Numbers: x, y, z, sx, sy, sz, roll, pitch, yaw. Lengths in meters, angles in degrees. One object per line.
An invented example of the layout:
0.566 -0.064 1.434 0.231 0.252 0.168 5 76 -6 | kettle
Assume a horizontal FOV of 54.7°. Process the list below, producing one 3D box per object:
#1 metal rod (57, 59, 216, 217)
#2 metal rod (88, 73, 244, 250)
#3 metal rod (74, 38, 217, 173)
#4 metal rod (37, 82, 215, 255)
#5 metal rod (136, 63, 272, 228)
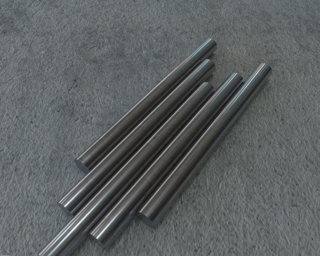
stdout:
-0.012 -0.005 0.409 0.025 0.025 0.301 29 56 22 | metal rod
0.026 0.021 0.387 0.025 0.025 0.301 29 56 22 | metal rod
-0.003 -0.047 0.444 0.025 0.025 0.301 29 56 22 | metal rod
-0.019 0.036 0.374 0.025 0.025 0.301 29 56 22 | metal rod
0.073 0.003 0.402 0.025 0.025 0.301 29 56 22 | metal rod
